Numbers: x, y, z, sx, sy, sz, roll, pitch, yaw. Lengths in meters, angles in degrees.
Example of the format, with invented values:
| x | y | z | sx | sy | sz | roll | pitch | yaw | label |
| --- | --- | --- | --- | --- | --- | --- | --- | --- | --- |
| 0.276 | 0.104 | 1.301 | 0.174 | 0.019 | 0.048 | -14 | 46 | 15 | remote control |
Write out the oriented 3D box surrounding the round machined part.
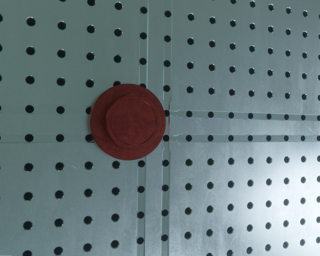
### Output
| x | y | z | sx | sy | sz | roll | pitch | yaw | label |
| --- | --- | --- | --- | --- | --- | --- | --- | --- | --- |
| -0.038 | -0.007 | 0.390 | 0.099 | 0.042 | 0.097 | 0 | 90 | -21 | round machined part |
